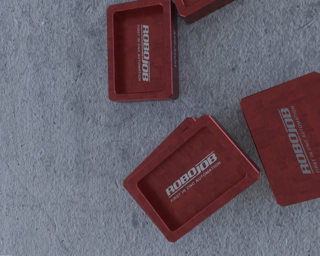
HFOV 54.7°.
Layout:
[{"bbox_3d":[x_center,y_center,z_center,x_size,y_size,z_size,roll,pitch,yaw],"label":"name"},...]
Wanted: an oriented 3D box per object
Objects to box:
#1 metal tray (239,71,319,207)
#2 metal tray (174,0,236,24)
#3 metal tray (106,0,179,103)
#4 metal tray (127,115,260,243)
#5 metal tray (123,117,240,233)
[{"bbox_3d":[0.156,0.013,0.351,0.090,0.030,0.129,-21,83,18],"label":"metal tray"},{"bbox_3d":[0.047,-0.211,0.389,0.090,0.030,0.129,-24,82,18],"label":"metal tray"},{"bbox_3d":[-0.023,-0.101,0.414,0.090,0.030,0.129,-2,90,20],"label":"metal tray"},{"bbox_3d":[0.037,0.058,0.360,0.130,0.030,0.090,-42,77,15],"label":"metal tray"},{"bbox_3d":[0.027,0.060,0.396,0.130,0.030,0.090,-45,76,14],"label":"metal tray"}]
